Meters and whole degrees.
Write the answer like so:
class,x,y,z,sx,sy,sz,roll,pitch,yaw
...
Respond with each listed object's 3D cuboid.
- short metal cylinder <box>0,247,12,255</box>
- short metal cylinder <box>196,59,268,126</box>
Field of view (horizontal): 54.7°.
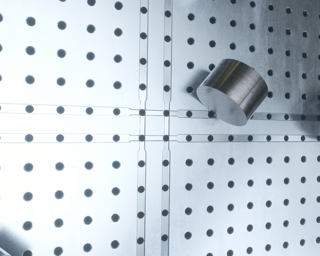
class,x,y,z,sx,sy,sz,roll,pitch,yaw
short metal cylinder,-0.183,0.166,0.316,0.050,0.080,0.080,47,75,-15
short metal cylinder,0.097,-0.047,0.421,0.080,0.080,0.050,43,76,-15
